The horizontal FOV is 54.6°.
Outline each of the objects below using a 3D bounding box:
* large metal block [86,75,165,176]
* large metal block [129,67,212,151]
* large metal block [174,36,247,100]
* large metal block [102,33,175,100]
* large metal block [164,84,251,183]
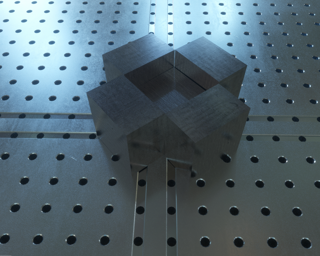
[{"bbox_3d":[-0.039,-0.003,0.374,0.050,0.080,0.080,-32,57,-24],"label":"large metal block"},{"bbox_3d":[0.014,-0.025,0.411,0.080,0.050,0.080,-32,56,-22],"label":"large metal block"},{"bbox_3d":[0.064,-0.065,0.428,0.050,0.080,0.080,-31,57,-24],"label":"large metal block"},{"bbox_3d":[-0.027,-0.073,0.434,0.080,0.080,0.050,-31,57,-24],"label":"large metal block"},{"bbox_3d":[0.053,0.007,0.368,0.080,0.080,0.050,-30,56,-23],"label":"large metal block"}]
